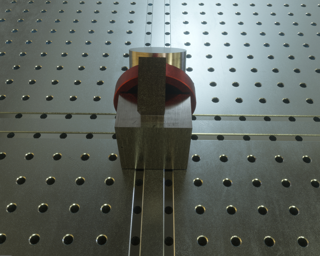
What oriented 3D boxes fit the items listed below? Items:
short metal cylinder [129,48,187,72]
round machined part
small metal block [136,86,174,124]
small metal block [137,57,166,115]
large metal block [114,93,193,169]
[{"bbox_3d":[-0.003,-0.086,0.442,0.081,0.050,0.080,1,20,0],"label":"short metal cylinder"},{"bbox_3d":[-0.006,-0.043,0.383,0.099,0.097,0.042,1,50,0],"label":"round machined part"},{"bbox_3d":[-0.006,-0.033,0.434,0.050,0.025,0.050,1,50,0],"label":"small metal block"},{"bbox_3d":[-0.007,-0.039,0.306,0.025,0.050,0.050,1,88,0],"label":"small metal block"},{"bbox_3d":[-0.007,0.006,0.366,0.081,0.080,0.050,1,50,0],"label":"large metal block"}]
